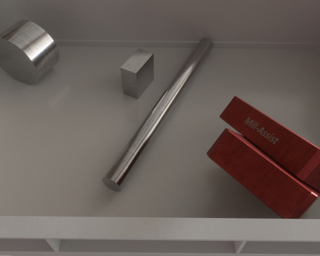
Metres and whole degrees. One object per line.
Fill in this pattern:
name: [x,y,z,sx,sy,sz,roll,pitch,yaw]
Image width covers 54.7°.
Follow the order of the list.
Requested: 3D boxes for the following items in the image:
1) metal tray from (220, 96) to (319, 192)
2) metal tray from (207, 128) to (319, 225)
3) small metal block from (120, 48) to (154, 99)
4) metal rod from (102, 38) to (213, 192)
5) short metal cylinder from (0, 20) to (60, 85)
metal tray: [0.131,0.020,0.325,0.030,0.090,0.130,-55,33,10]
metal tray: [0.110,0.046,0.307,0.090,0.131,0.030,41,102,28]
small metal block: [-0.032,-0.080,0.455,0.025,0.050,0.050,22,53,17]
metal rod: [0.012,-0.039,0.437,0.025,0.025,0.301,21,53,16]
short metal cylinder: [-0.199,-0.111,0.460,0.080,0.080,0.050,19,53,15]
